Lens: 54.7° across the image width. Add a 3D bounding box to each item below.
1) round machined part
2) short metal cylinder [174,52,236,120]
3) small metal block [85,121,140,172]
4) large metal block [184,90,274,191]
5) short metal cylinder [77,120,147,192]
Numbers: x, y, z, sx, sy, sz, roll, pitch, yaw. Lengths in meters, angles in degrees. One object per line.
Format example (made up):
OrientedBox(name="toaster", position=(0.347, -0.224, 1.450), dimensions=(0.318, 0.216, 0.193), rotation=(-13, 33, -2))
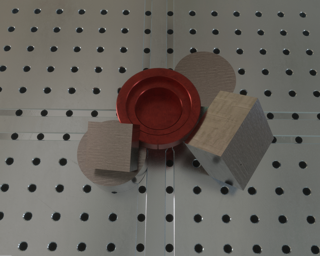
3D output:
OrientedBox(name="round machined part", position=(-0.002, -0.020, 0.379), dimensions=(0.099, 0.042, 0.098), rotation=(0, 70, 0))
OrientedBox(name="short metal cylinder", position=(0.057, -0.055, 0.419), dimensions=(0.081, 0.050, 0.080), rotation=(0, 70, 0))
OrientedBox(name="small metal block", position=(-0.051, 0.019, 0.338), dimensions=(0.050, 0.025, 0.050), rotation=(4, 89, 14))
OrientedBox(name="large metal block", position=(0.086, 0.015, 0.371), dimensions=(0.050, 0.080, 0.080), rotation=(20, 67, 43))
OrientedBox(name="short metal cylinder", position=(-0.056, 0.036, 0.384), dimensions=(0.081, 0.050, 0.080), rotation=(0, 70, 0))
